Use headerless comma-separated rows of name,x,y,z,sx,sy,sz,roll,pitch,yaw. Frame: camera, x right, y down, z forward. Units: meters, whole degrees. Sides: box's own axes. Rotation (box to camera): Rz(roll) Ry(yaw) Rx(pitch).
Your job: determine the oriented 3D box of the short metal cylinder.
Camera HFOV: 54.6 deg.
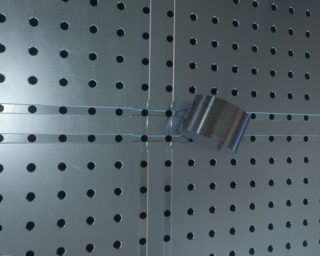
short metal cylinder,0.071,-0.003,0.409,0.080,0.080,0.050,28,81,-18
